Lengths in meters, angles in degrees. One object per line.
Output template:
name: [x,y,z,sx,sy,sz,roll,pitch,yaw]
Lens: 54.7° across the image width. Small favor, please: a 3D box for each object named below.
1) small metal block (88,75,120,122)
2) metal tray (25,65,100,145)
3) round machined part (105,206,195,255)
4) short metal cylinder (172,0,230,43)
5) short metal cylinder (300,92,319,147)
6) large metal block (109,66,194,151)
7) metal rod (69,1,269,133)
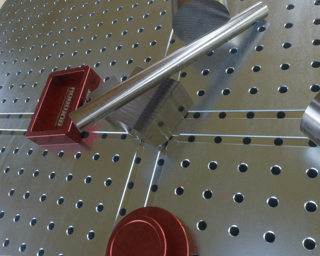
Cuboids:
small metal block: [-0.075,-0.045,0.476,0.050,0.025,0.050,-38,51,2]
metal tray: [-0.158,-0.038,0.511,0.090,0.030,0.130,-4,60,26]
round machined part: [-0.017,0.131,0.326,0.098,0.042,0.098,-13,56,21]
short metal cylinder: [0.057,-0.167,0.446,0.080,0.080,0.050,-14,56,20]
short metal cylinder: [0.179,-0.009,0.284,0.080,0.080,0.050,-39,51,2]
large metal block: [-0.016,-0.028,0.418,0.080,0.050,0.080,26,76,37]
metal rod: [0.024,-0.086,0.393,0.302,0.025,0.025,-34,49,-17]
